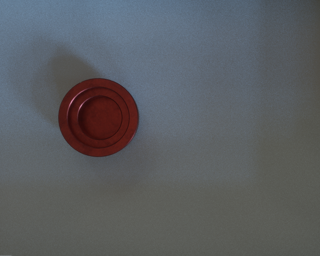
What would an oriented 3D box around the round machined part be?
[{"bbox_3d":[-0.076,-0.013,0.402,0.099,0.042,0.097,0,90,-1],"label":"round machined part"}]
